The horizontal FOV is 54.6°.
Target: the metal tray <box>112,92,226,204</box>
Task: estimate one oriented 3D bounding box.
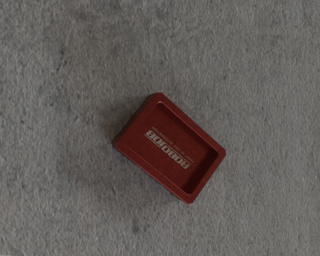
[{"bbox_3d":[0.014,0.027,0.411,0.130,0.030,0.090,41,77,-16],"label":"metal tray"}]
